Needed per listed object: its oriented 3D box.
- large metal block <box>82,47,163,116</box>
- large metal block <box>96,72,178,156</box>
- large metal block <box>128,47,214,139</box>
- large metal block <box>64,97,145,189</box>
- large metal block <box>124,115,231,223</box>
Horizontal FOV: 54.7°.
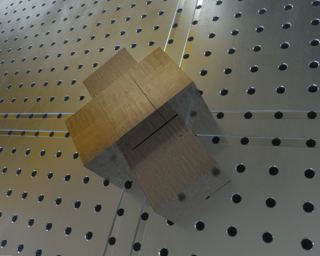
[{"bbox_3d":[-0.054,-0.058,0.451,0.080,0.050,0.080,-39,51,2],"label":"large metal block"},{"bbox_3d":[-0.026,-0.011,0.392,0.050,0.080,0.080,-38,51,3],"label":"large metal block"},{"bbox_3d":[0.014,-0.042,0.390,0.050,0.080,0.080,-38,51,3],"label":"large metal block"},{"bbox_3d":[-0.065,0.020,0.394,0.050,0.080,0.080,-38,51,3],"label":"large metal block"},{"bbox_3d":[0.018,0.046,0.353,0.080,0.050,0.080,-38,51,3],"label":"large metal block"}]
